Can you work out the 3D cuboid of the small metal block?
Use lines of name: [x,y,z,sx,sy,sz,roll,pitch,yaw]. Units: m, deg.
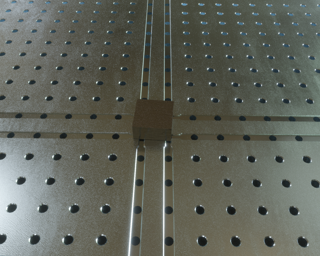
small metal block: [-0.008,-0.011,0.417,0.050,0.025,0.050,4,50,3]
